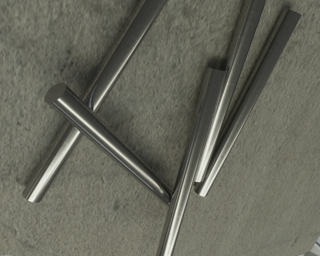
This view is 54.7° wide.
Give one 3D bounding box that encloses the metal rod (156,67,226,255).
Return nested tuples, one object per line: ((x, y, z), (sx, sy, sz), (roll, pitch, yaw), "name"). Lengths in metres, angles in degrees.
((0.039, 0.063, 0.440), (0.025, 0.025, 0.298), (4, 108, -31), "metal rod")

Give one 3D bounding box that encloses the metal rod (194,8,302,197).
((0.121, -0.024, 0.460), (0.025, 0.025, 0.298), (9, 114, -33), "metal rod")

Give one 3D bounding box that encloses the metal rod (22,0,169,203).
((-0.071, -0.039, 0.344), (0.025, 0.025, 0.299), (26, 104, -38), "metal rod")

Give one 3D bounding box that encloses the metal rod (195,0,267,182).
((0.090, -0.053, 0.424), (0.025, 0.025, 0.298), (0, 119, -29), "metal rod")

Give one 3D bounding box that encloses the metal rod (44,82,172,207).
((-0.034, 0.048, 0.399), (0.025, 0.025, 0.300), (-40, 136, -1), "metal rod")
